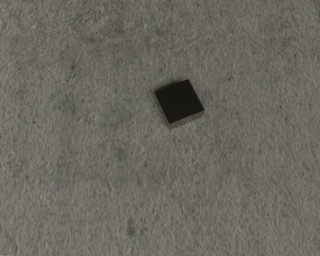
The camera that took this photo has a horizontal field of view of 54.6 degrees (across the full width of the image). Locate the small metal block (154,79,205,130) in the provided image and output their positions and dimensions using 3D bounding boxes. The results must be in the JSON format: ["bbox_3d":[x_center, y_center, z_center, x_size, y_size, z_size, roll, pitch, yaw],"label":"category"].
[{"bbox_3d":[0.025,-0.032,0.420,0.050,0.025,0.050,-22,72,-8],"label":"small metal block"}]
